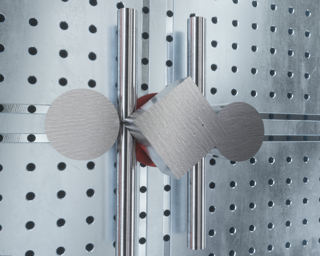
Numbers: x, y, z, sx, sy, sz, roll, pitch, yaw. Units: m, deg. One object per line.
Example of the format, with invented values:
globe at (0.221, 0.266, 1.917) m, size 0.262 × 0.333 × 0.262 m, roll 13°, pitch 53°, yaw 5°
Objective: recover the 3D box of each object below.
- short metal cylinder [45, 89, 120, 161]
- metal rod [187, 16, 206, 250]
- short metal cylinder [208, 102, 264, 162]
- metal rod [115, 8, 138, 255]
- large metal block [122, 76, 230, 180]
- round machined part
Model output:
short metal cylinder at (-0.093, -0.004, 0.365) m, size 0.081 × 0.050 × 0.080 m, roll 0°, pitch 90°, yaw -20°
metal rod at (0.048, 0.007, 0.408) m, size 0.025 × 0.025 × 0.298 m, roll 0°, pitch 90°, yaw -20°
short metal cylinder at (0.097, 0.005, 0.434) m, size 0.081 × 0.050 × 0.080 m, roll 0°, pitch 90°, yaw -20°
metal rod at (-0.040, 0.008, 0.375) m, size 0.025 × 0.025 × 0.298 m, roll 1°, pitch 90°, yaw -20°
large metal block at (0.017, -0.001, 0.355) m, size 0.080 × 0.050 × 0.080 m, roll -40°, pitch 103°, yaw -16°
round machined part at (-0.001, 0.003, 0.404) m, size 0.099 × 0.042 × 0.097 m, roll 0°, pitch 90°, yaw -20°
